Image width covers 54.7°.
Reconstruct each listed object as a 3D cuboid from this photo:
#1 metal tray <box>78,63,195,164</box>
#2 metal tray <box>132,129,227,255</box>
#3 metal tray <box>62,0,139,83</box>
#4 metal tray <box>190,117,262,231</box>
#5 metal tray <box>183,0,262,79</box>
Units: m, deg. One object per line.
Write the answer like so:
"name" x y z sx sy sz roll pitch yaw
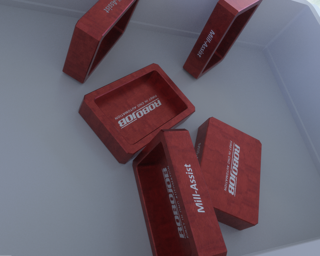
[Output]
"metal tray" -0.026 -0.024 0.402 0.131 0.030 0.090 -34 81 -38
"metal tray" 0.013 0.077 0.323 0.030 0.090 0.130 -2 63 -29
"metal tray" -0.072 -0.129 0.403 0.030 0.090 0.130 32 52 -8
"metal tray" 0.088 0.058 0.414 0.090 0.030 0.130 26 53 -12
"metal tray" 0.094 -0.143 0.473 0.030 0.129 0.091 43 51 10
